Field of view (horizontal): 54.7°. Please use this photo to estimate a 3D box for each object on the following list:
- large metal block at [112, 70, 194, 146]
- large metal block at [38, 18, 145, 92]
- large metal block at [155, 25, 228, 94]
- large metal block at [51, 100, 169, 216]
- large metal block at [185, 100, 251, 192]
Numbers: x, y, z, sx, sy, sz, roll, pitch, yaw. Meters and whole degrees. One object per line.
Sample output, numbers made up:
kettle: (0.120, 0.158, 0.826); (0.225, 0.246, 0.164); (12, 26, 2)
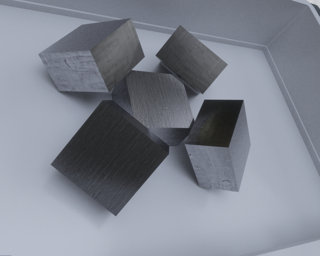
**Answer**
large metal block: (-0.010, -0.024, 0.395); (0.081, 0.050, 0.080); (1, 62, -28)
large metal block: (-0.078, -0.086, 0.368); (0.080, 0.080, 0.050); (-54, 137, -39)
large metal block: (0.044, -0.093, 0.441); (0.080, 0.050, 0.080); (39, 8, -1)
large metal block: (-0.047, 0.027, 0.319); (0.080, 0.050, 0.080); (39, 95, -2)
large metal block: (0.077, 0.021, 0.388); (0.080, 0.050, 0.080); (-62, 144, -39)
